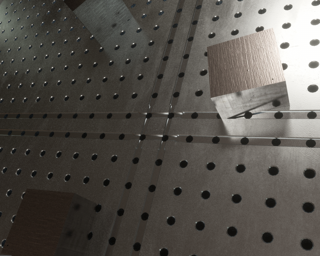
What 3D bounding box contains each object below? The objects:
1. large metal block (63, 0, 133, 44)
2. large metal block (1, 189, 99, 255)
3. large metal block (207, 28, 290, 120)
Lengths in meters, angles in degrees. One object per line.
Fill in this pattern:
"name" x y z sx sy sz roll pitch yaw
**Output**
"large metal block" -0.110 -0.216 0.561 0.080 0.080 0.050 -41 51 0
"large metal block" -0.134 0.124 0.384 0.080 0.050 0.080 -1 61 27
"large metal block" 0.105 -0.064 0.376 0.080 0.050 0.080 -12 57 21
